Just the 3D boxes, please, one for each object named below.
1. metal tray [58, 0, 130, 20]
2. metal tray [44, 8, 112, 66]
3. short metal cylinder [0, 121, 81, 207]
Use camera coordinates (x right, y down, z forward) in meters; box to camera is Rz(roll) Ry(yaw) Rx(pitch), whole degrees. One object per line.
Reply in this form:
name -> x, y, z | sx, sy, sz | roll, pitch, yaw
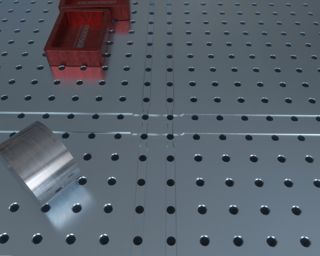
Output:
metal tray -> -0.125, -0.249, 0.612 | 0.131, 0.030, 0.090 | -3, 50, -3
metal tray -> -0.137, -0.161, 0.537 | 0.091, 0.030, 0.130 | 1, 50, 1
short metal cylinder -> -0.133, 0.039, 0.338 | 0.080, 0.080, 0.050 | 35, 58, 25
